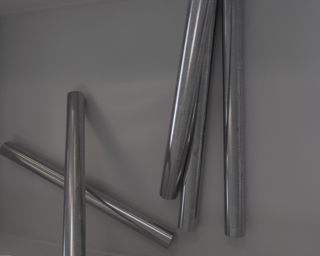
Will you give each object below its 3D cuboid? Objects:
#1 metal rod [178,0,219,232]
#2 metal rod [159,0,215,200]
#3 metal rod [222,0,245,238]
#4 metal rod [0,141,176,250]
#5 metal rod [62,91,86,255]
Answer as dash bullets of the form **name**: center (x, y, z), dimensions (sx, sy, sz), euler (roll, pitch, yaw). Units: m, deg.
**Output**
- **metal rod**: center (0.049, -0.020, 0.393), dimensions (0.025, 0.025, 0.298), euler (6, 92, 20)
- **metal rod**: center (0.029, -0.044, 0.340), dimensions (0.025, 0.025, 0.298), euler (18, 119, 19)
- **metal rod**: center (0.090, -0.020, 0.378), dimensions (0.025, 0.025, 0.298), euler (-1, 90, 20)
- **metal rod**: center (-0.115, 0.090, 0.451), dimensions (0.301, 0.025, 0.025), euler (24, 98, 18)
- **metal rod**: center (-0.104, 0.078, 0.377), dimensions (0.025, 0.025, 0.299), euler (-21, 56, 19)
